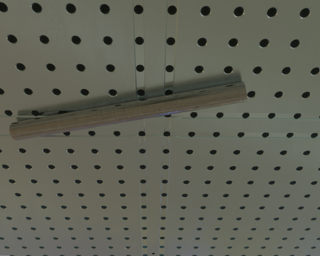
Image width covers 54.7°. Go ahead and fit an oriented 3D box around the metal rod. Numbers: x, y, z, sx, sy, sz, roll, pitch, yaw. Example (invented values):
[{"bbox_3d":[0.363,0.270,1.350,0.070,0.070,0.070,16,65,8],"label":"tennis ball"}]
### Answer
[{"bbox_3d":[-0.045,-0.020,0.393,0.301,0.025,0.025,-9,130,7],"label":"metal rod"}]
